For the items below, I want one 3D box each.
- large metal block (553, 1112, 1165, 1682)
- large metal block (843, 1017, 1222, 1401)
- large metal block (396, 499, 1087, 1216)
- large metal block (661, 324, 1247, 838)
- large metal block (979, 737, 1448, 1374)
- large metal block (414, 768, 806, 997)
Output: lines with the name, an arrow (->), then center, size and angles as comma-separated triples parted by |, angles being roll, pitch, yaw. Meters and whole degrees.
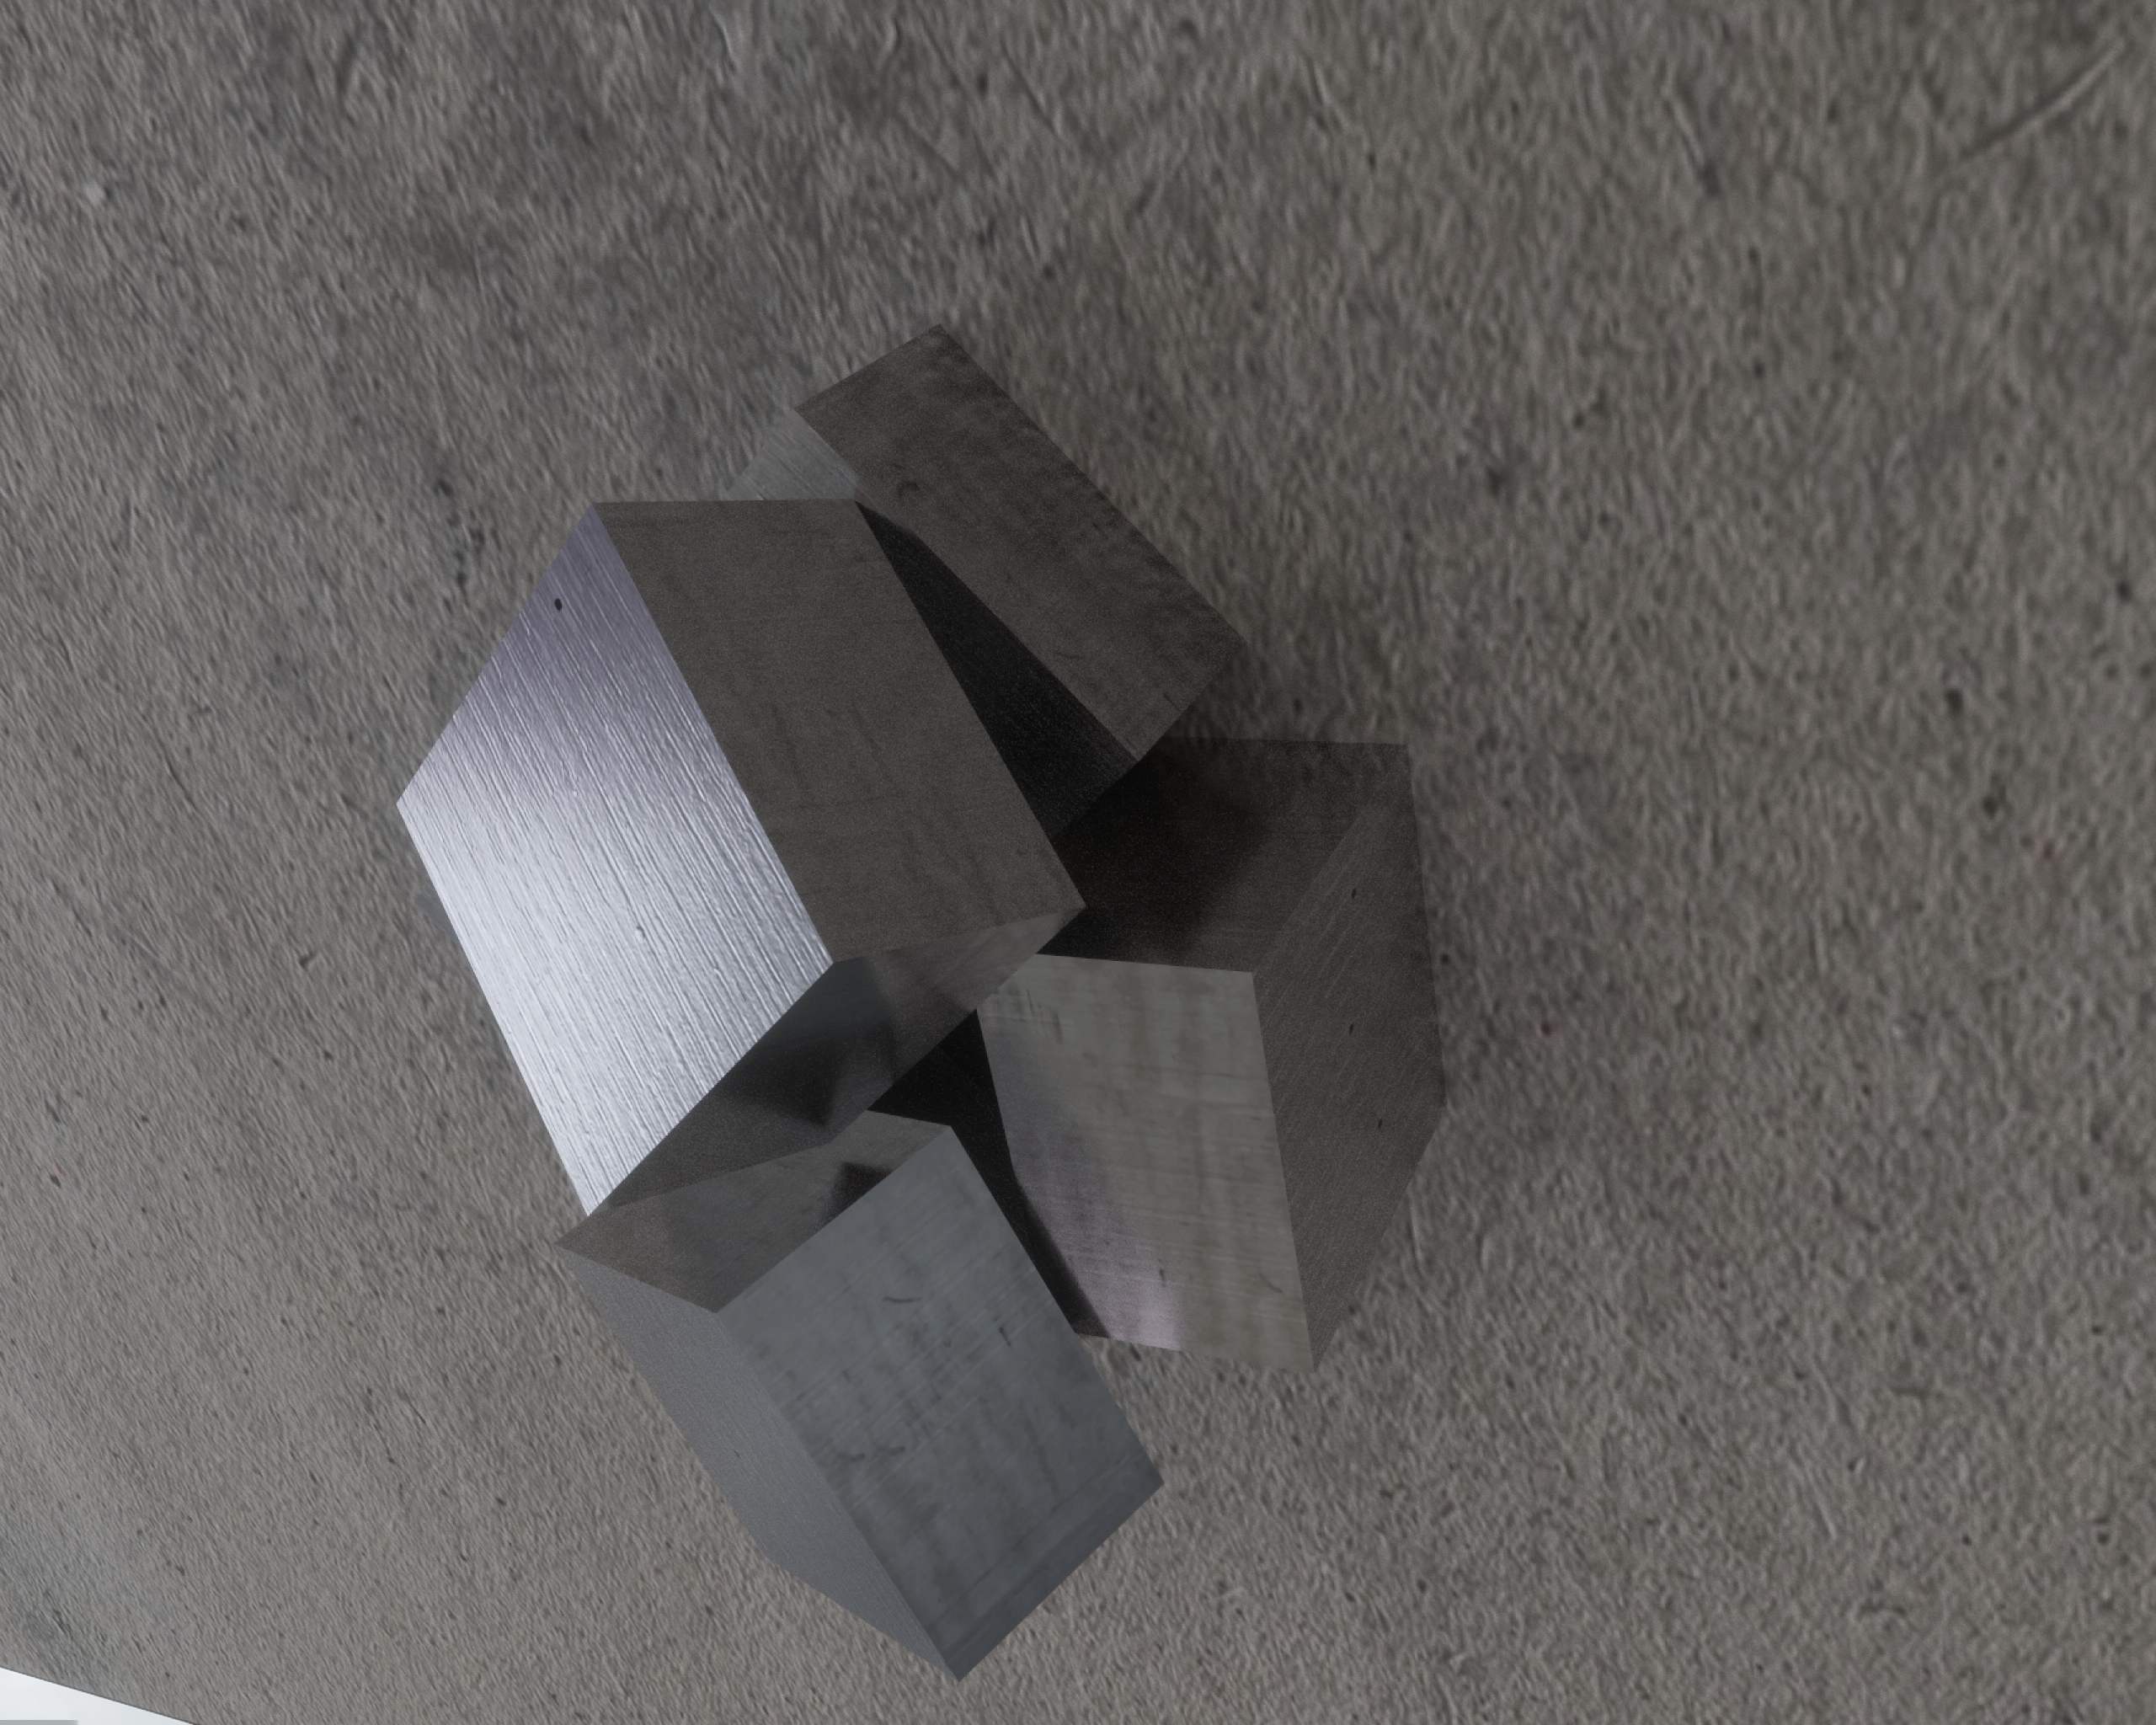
large metal block -> -0.042, 0.092, 0.386 | 0.080, 0.050, 0.080 | -2, 121, 58
large metal block -> -0.021, 0.062, 0.440 | 0.080, 0.050, 0.080 | 46, 129, -4
large metal block -> -0.057, -0.002, 0.336 | 0.080, 0.050, 0.080 | -44, 68, 39
large metal block -> -0.031, -0.037, 0.384 | 0.080, 0.050, 0.080 | 46, 129, -4
large metal block -> 0.027, 0.031, 0.376 | 0.050, 0.080, 0.079 | 4, 120, 26
large metal block -> -0.077, 0.005, 0.434 | 0.080, 0.050, 0.080 | 46, 129, -4
